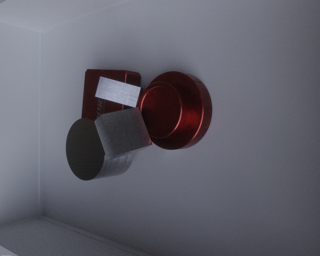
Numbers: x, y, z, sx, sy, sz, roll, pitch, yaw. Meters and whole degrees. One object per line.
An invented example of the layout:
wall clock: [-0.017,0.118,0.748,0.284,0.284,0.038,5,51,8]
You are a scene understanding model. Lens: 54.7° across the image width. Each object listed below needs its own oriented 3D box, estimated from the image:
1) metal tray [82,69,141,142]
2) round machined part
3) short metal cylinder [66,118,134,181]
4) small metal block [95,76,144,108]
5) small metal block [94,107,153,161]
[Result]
metal tray: [-0.076,-0.020,0.459,0.090,0.030,0.129,10,96,39]
round machined part: [0.011,-0.022,0.382,0.098,0.042,0.097,0,90,39]
short metal cylinder: [-0.081,0.027,0.413,0.080,0.050,0.079,0,90,39]
small metal block: [-0.049,-0.045,0.393,0.050,0.050,0.025,16,96,1]
small metal block: [-0.044,0.006,0.372,0.025,0.050,0.050,-33,76,55]
